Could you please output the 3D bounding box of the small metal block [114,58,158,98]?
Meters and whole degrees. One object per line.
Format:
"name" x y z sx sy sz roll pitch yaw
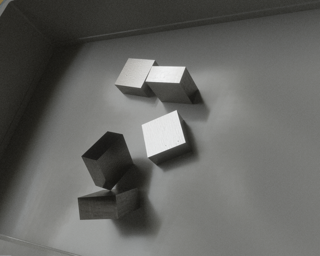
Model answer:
"small metal block" -0.033 -0.077 0.468 0.050 0.025 0.050 12 68 33

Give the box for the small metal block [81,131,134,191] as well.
"small metal block" -0.064 0.040 0.386 0.025 0.050 0.050 10 41 32

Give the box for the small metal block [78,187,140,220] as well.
"small metal block" -0.058 0.088 0.361 0.050 0.050 0.025 -9 86 23

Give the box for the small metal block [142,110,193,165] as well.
"small metal block" 0.008 0.012 0.393 0.050 0.025 0.050 -23 53 14

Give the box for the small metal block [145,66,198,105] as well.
"small metal block" 0.017 -0.057 0.415 0.050 0.050 0.025 8 66 31
